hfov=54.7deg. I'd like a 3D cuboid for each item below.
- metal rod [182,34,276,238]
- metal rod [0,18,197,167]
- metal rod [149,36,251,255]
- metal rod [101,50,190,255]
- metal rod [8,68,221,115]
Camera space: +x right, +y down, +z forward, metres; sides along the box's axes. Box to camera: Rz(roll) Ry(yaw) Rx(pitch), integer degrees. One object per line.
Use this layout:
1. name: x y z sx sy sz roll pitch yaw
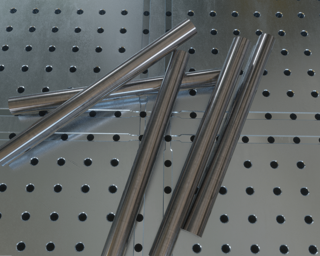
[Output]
1. metal rod: 0.099 -0.004 0.414 0.025 0.025 0.300 23 71 8
2. metal rod: -0.081 -0.047 0.401 0.301 0.025 0.025 -35 74 -2
3. metal rod: 0.055 0.017 0.390 0.025 0.025 0.299 21 77 7
4. metal rod: -0.018 0.039 0.382 0.025 0.025 0.299 17 76 6
5. metal rod: -0.051 -0.052 0.430 0.302 0.025 0.025 -9 70 -4
